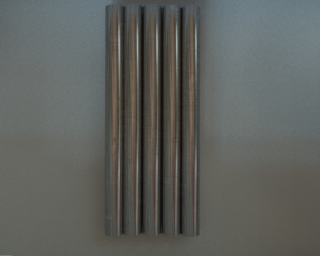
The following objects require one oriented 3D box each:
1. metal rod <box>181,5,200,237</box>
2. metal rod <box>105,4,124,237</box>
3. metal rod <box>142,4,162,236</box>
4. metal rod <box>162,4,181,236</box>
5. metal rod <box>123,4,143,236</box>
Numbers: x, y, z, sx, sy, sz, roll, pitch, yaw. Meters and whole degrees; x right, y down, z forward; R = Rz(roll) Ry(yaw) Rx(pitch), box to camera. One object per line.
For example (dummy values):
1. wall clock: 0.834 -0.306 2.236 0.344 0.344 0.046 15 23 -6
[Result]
1. metal rod: 0.040 -0.009 0.410 0.025 0.025 0.298 0 90 0
2. metal rod: -0.060 -0.010 0.410 0.025 0.025 0.298 0 90 0
3. metal rod: -0.010 -0.010 0.410 0.025 0.025 0.298 0 90 0
4. metal rod: 0.015 -0.010 0.410 0.025 0.025 0.298 0 90 0
5. metal rod: -0.036 -0.011 0.410 0.025 0.025 0.298 0 90 0
